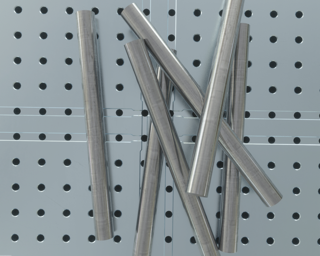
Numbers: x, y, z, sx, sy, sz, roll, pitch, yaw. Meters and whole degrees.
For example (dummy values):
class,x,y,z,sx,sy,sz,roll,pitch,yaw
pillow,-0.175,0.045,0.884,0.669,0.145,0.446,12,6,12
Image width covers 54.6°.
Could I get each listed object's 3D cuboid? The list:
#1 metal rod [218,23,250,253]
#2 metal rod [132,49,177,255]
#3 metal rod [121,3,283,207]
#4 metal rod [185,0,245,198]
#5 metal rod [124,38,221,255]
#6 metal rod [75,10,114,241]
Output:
class,x,y,z,sx,sy,sz,roll,pitch,yaw
metal rod,0.099,0.013,0.413,0.025,0.025,0.298,3,90,0
metal rod,-0.009,0.045,0.413,0.025,0.025,0.298,7,90,0
metal rod,0.052,-0.028,0.387,0.025,0.025,0.300,-37,90,0
metal rod,0.073,-0.068,0.374,0.025,0.025,0.299,14,74,0
metal rod,0.019,0.036,0.394,0.025,0.025,0.299,-20,98,0
metal rod,-0.086,-0.003,0.412,0.025,0.025,0.298,-5,90,0
